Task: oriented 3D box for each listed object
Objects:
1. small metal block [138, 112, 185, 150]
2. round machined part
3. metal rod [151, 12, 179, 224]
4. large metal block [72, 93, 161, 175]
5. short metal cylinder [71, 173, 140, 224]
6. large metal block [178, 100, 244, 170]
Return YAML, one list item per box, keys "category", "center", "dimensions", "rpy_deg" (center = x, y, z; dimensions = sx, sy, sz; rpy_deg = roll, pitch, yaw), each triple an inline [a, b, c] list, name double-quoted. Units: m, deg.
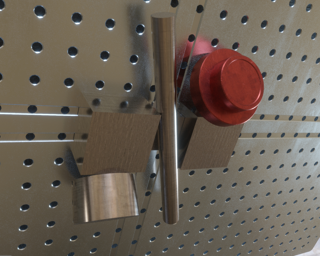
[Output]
- category: "small metal block"
  center: [-0.001, 0.002, 0.413]
  dimensions: [0.050, 0.025, 0.050]
  rpy_deg: [1, 118, -29]
- category: "round machined part"
  center: [0.090, -0.052, 0.385]
  dimensions: [0.099, 0.042, 0.097]
  rpy_deg: [4, 81, -28]
- category: "metal rod"
  center: [0.010, 0.012, 0.390]
  dimensions: [0.025, 0.025, 0.298]
  rpy_deg: [-16, 125, -19]
- category: "large metal block"
  center: [-0.054, 0.007, 0.371]
  dimensions: [0.081, 0.050, 0.079]
  rpy_deg: [2, 118, -30]
- category: "short metal cylinder"
  center: [-0.068, 0.089, 0.385]
  dimensions: [0.081, 0.050, 0.080]
  rpy_deg: [-8, 163, -2]
- category: "large metal block"
  center: [0.062, 0.010, 0.436]
  dimensions: [0.081, 0.050, 0.079]
  rpy_deg: [1, 118, -29]
